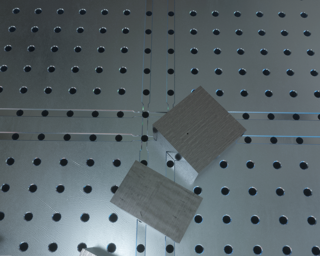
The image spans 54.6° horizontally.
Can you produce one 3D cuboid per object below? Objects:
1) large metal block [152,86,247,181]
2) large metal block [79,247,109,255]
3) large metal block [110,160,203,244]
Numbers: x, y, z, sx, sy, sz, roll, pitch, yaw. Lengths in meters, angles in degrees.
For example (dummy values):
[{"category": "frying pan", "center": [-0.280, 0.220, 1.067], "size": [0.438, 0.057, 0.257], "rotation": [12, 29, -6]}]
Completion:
[{"category": "large metal block", "center": [0.048, 0.008, 0.396], "size": [0.080, 0.050, 0.080], "rotation": [-40, 75, -13]}, {"category": "large metal block", "center": [-0.062, 0.185, 0.331], "size": [0.080, 0.050, 0.080], "rotation": [24, 72, 8]}, {"category": "large metal block", "center": [-0.003, 0.086, 0.351], "size": [0.080, 0.080, 0.050], "rotation": [28, 73, 10]}]
